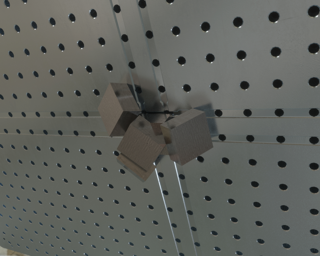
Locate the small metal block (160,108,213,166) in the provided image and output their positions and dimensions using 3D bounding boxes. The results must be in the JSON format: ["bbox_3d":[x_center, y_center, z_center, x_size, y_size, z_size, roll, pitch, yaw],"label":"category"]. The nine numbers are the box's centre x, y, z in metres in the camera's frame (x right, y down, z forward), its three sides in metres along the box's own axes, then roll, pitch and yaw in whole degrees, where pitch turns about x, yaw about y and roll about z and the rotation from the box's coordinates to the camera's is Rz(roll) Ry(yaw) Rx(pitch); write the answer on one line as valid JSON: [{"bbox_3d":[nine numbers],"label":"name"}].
[{"bbox_3d":[0.034,0.010,0.381,0.025,0.050,0.050,24,136,56],"label":"small metal block"}]

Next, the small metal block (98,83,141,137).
[{"bbox_3d":[-0.055,-0.024,0.410,0.050,0.025,0.050,-55,50,39],"label":"small metal block"}]

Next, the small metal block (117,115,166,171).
[{"bbox_3d":[-0.021,0.020,0.403,0.050,0.025,0.050,35,129,4],"label":"small metal block"}]

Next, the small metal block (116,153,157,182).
[{"bbox_3d":[-0.034,0.052,0.446,0.050,0.025,0.050,38,166,2],"label":"small metal block"}]

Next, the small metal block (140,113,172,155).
[{"bbox_3d":[-0.007,0.008,0.420,0.050,0.025,0.050,1,122,27],"label":"small metal block"}]
